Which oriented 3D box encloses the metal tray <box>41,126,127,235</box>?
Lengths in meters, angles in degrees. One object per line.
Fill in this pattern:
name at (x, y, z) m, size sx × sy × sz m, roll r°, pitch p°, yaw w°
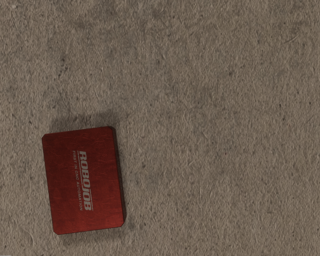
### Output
metal tray at (-0.098, 0.066, 0.406) m, size 0.091 × 0.030 × 0.129 m, roll -7°, pitch 90°, yaw -1°
